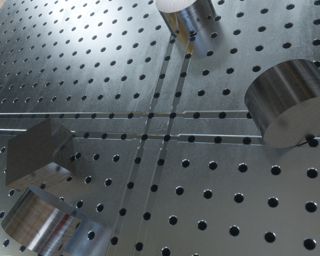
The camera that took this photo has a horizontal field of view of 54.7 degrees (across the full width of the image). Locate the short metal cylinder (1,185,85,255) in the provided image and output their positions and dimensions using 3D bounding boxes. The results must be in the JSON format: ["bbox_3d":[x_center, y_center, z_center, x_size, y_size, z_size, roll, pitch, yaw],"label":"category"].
[{"bbox_3d":[-0.141,0.112,0.378,0.080,0.080,0.050,23,74,36],"label":"short metal cylinder"}]

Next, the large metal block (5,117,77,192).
[{"bbox_3d":[-0.175,0.043,0.458,0.080,0.050,0.080,-27,53,11],"label":"large metal block"}]

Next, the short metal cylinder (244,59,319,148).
[{"bbox_3d":[0.134,-0.023,0.316,0.080,0.080,0.050,-25,53,13],"label":"short metal cylinder"}]

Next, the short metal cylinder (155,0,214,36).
[{"bbox_3d":[0.040,-0.193,0.490,0.080,0.050,0.080,-13,56,21],"label":"short metal cylinder"}]
